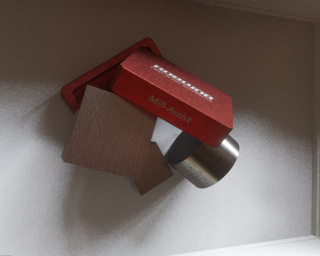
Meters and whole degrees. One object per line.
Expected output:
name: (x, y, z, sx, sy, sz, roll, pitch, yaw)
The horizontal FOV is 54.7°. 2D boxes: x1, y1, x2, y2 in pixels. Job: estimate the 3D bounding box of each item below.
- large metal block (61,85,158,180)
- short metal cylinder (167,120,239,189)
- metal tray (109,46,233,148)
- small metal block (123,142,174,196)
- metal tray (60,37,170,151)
large metal block: (-0.056, 0.006, 0.342, 0.081, 0.050, 0.080, 17, 84, -20)
short metal cylinder: (0.055, 0.031, 0.402, 0.050, 0.080, 0.080, 41, 77, -16)
metal tray: (0.019, -0.039, 0.351, 0.130, 0.090, 0.030, 29, 119, -4)
small metal block: (-0.018, 0.052, 0.403, 0.050, 0.025, 0.050, -31, 100, -18)
metal tray: (-0.045, -0.043, 0.390, 0.131, 0.030, 0.090, -36, 102, -17)
